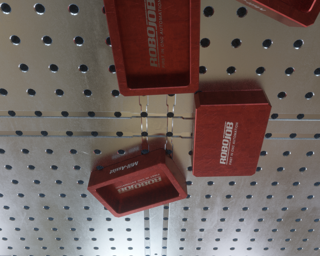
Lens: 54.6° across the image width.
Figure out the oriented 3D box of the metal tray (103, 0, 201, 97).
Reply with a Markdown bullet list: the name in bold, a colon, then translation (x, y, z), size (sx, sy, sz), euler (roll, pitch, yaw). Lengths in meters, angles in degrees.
- **metal tray**: translation (-0.005, -0.096, 0.325), size (0.090, 0.030, 0.129), euler (-3, 130, 2)

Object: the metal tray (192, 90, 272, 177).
- **metal tray**: translation (0.090, 0.012, 0.419), size (0.090, 0.030, 0.129), euler (-2, 130, 1)

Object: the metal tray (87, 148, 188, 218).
- **metal tray**: translation (-0.034, 0.089, 0.483), size (0.130, 0.030, 0.090), euler (-20, 128, 16)

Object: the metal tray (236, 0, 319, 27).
- **metal tray**: translation (0.088, -0.152, 0.258), size (0.131, 0.030, 0.090), euler (19, 105, -16)
